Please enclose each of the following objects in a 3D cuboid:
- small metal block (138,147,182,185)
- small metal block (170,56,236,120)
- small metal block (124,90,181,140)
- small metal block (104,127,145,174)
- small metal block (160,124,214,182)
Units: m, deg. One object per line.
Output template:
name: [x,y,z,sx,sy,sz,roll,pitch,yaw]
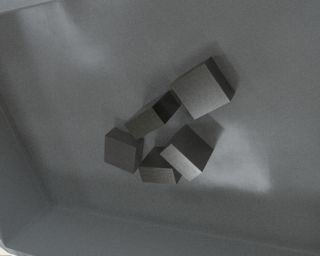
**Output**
small metal block: [0.006,0.049,0.419,0.050,0.050,0.025,-1,118,28]
small metal block: [0.049,-0.045,0.354,0.050,0.025,0.050,-28,103,37]
small metal block: [-0.009,-0.016,0.386,0.050,0.050,0.025,-28,103,37]
small metal block: [-0.053,0.033,0.456,0.050,0.025,0.050,20,126,16]
small metal block: [0.035,0.030,0.392,0.050,0.050,0.025,43,129,-2]
